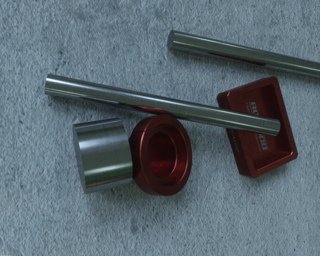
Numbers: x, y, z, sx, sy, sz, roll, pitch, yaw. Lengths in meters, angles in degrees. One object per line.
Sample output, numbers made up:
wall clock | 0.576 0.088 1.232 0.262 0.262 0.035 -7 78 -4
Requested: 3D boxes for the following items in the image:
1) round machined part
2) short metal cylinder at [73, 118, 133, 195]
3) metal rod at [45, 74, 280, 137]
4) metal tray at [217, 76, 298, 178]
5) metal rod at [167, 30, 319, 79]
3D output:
round machined part | -0.005 0.034 0.384 0.099 0.042 0.098 11 76 -48
short metal cylinder | -0.068 0.031 0.355 0.050 0.080 0.080 -10 94 -20
metal rod | 0.014 -0.026 0.394 0.302 0.025 0.025 10 87 -13
metal tray | 0.146 -0.002 0.460 0.091 0.030 0.129 -20 97 -19
metal rod | 0.155 -0.104 0.466 0.302 0.025 0.025 6 88 -20
